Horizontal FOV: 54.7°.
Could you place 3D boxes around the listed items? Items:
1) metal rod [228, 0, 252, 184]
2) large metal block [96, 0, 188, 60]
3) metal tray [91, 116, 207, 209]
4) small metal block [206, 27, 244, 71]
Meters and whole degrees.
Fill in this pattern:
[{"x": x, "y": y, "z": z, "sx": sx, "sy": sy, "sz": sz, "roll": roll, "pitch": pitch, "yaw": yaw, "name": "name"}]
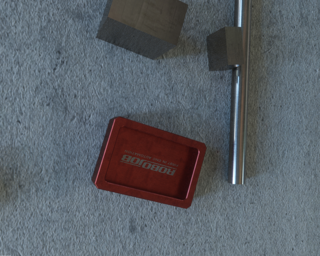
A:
[{"x": 0.118, "y": -0.069, "z": 0.453, "sx": 0.025, "sy": 0.025, "sz": 0.298, "roll": 3, "pitch": 89, "yaw": -20, "name": "metal rod"}, {"x": -0.025, "y": -0.127, "z": 0.371, "sx": 0.081, "sy": 0.080, "sz": 0.050, "roll": 17, "pitch": 84, "yaw": -20, "name": "large metal block"}, {"x": -0.012, "y": 0.046, "z": 0.402, "sx": 0.131, "sy": 0.030, "sz": 0.090, "roll": 18, "pitch": 84, "yaw": -20, "name": "metal tray"}, {"x": 0.090, "y": -0.108, "z": 0.430, "sx": 0.025, "sy": 0.050, "sz": 0.050, "roll": -6, "pitch": 92, "yaw": -20, "name": "small metal block"}]
